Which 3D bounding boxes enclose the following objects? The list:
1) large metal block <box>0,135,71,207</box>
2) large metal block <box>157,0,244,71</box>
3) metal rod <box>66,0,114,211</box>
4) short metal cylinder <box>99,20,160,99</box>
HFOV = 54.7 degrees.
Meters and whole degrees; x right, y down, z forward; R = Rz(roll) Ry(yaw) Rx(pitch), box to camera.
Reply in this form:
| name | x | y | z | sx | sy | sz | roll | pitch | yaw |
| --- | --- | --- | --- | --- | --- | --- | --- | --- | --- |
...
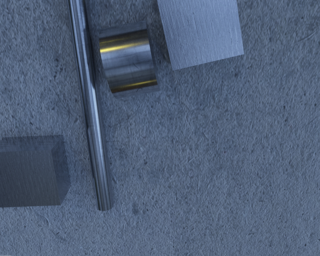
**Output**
| name | x | y | z | sx | sy | sz | roll | pitch | yaw |
| --- | --- | --- | --- | --- | --- | --- | --- | --- | --- |
| large metal block | -0.172 | 0.057 | 0.416 | 0.080 | 0.050 | 0.079 | -2 | 110 | 0 |
| large metal block | 0.044 | -0.118 | 0.354 | 0.080 | 0.050 | 0.080 | -12 | 110 | 4 |
| metal rod | -0.088 | -0.026 | 0.399 | 0.025 | 0.025 | 0.298 | -3 | 110 | 1 |
| short metal cylinder | -0.032 | -0.077 | 0.352 | 0.050 | 0.080 | 0.079 | -10 | 110 | 4 |
